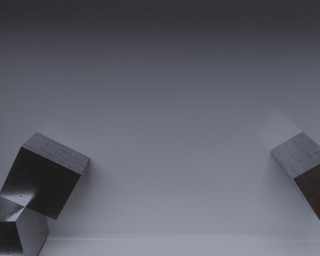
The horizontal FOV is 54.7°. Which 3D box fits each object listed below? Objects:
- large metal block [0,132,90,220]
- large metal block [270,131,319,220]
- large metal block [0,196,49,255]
[{"bbox_3d":[-0.154,0.065,0.420,0.080,0.050,0.080,28,108,-10],"label":"large metal block"},{"bbox_3d":[0.200,0.063,0.407,0.050,0.080,0.080,-34,107,12],"label":"large metal block"},{"bbox_3d":[-0.200,0.139,0.431,0.050,0.080,0.079,-3,110,1],"label":"large metal block"}]
